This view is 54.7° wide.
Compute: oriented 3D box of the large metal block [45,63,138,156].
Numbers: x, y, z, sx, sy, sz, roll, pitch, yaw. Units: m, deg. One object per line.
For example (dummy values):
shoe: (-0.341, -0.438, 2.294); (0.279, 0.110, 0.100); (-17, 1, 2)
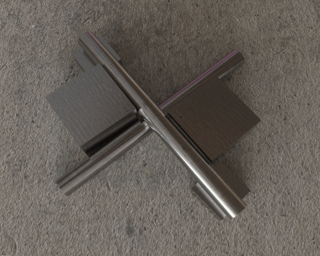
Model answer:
large metal block: (-0.085, -0.022, 0.402); (0.080, 0.050, 0.080); (-35, 74, -12)

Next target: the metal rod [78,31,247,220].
metal rod: (-0.007, -0.014, 0.387); (0.025, 0.025, 0.300); (-38, 75, -13)

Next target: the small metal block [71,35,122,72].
small metal block: (-0.089, -0.097, 0.445); (0.050, 0.025, 0.050); (-36, 74, -12)

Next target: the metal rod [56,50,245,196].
metal rod: (-0.004, -0.014, 0.415); (0.301, 0.025, 0.025); (-37, 74, -13)

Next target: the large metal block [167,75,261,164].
large metal block: (0.066, -0.006, 0.399); (0.080, 0.050, 0.080); (-37, 74, -13)

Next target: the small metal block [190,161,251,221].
small metal block: (0.073, 0.078, 0.382); (0.050, 0.025, 0.050); (-41, 75, -14)
